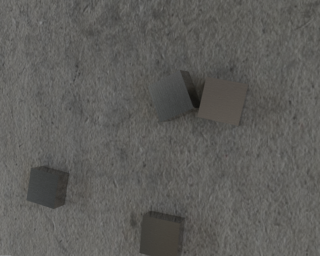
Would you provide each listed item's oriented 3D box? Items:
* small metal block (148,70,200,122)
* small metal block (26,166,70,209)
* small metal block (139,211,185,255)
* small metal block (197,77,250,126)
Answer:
[{"bbox_3d":[0.019,-0.040,0.396,0.050,0.025,0.050,-23,82,30],"label":"small metal block"},{"bbox_3d":[-0.169,0.088,0.467,0.050,0.025,0.050,11,94,19],"label":"small metal block"},{"bbox_3d":[0.003,0.141,0.407,0.050,0.025,0.050,6,92,19],"label":"small metal block"},{"bbox_3d":[0.078,-0.032,0.381,0.050,0.025,0.050,14,95,19],"label":"small metal block"}]
